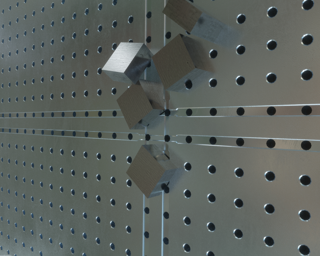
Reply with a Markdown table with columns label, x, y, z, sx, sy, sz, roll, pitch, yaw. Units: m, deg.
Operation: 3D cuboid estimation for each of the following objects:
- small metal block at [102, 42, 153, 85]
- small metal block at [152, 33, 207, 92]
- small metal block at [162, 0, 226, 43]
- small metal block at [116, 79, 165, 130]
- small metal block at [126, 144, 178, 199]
| label | x | y | z | sx | sy | sz | roll | pitch | yaw |
| --- | --- | --- | --- | --- | --- | --- | --- | --- | --- |
| small metal block | -0.044 | -0.090 | 0.427 | 0.050 | 0.025 | 0.050 | 17 | 70 | 44 |
| small metal block | 0.023 | -0.080 | 0.389 | 0.050 | 0.025 | 0.050 | -33 | 70 | 34 |
| small metal block | 0.040 | -0.127 | 0.359 | 0.050 | 0.050 | 0.025 | 47 | 118 | 29 |
| small metal block | -0.028 | -0.032 | 0.430 | 0.050 | 0.025 | 0.050 | -39 | 66 | 32 |
| small metal block | -0.012 | 0.057 | 0.417 | 0.050 | 0.025 | 0.050 | 44 | 116 | 30 |
